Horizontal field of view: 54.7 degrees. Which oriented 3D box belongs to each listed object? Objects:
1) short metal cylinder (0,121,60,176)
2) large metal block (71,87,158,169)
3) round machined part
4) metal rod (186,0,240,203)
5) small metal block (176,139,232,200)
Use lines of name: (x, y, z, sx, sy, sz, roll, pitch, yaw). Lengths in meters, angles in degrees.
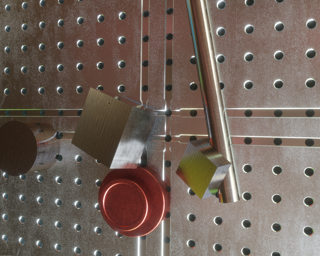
short metal cylinder: (-0.201, 0.029, 0.468, 0.080, 0.050, 0.079, 0, 90, 19)
large metal block: (-0.061, 0.000, 0.408, 0.080, 0.050, 0.080, 26, 99, 35)
round machined part: (-0.041, 0.099, 0.417, 0.098, 0.042, 0.097, 0, 90, 19)
metal rod: (0.062, -0.058, 0.390, 0.025, 0.025, 0.298, -10, 87, 19)
small metal block: (0.051, 0.049, 0.377, 0.050, 0.025, 0.050, 44, 126, 37)
